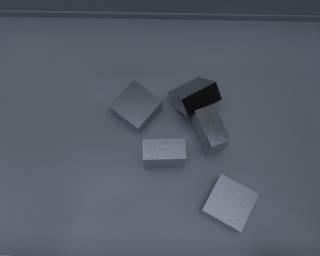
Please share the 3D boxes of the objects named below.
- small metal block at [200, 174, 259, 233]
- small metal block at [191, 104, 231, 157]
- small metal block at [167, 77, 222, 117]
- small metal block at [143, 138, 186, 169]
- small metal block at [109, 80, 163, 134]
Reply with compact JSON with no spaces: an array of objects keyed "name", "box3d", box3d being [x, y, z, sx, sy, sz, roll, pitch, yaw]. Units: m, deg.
[{"name":"small metal block","box3d":[0.084,0.092,0.377,0.050,0.025,0.050,29,72,9]},{"name":"small metal block","box3d":[0.063,0.005,0.396,0.025,0.050,0.050,-20,72,-7]},{"name":"small metal block","box3d":[0.045,-0.043,0.410,0.050,0.050,0.025,-28,114,-10]},{"name":"small metal block","box3d":[0.005,0.033,0.384,0.050,0.050,0.025,-2,70,-1]},{"name":"small metal block","box3d":[-0.032,-0.028,0.420,0.050,0.025,0.050,37,74,12]}]
